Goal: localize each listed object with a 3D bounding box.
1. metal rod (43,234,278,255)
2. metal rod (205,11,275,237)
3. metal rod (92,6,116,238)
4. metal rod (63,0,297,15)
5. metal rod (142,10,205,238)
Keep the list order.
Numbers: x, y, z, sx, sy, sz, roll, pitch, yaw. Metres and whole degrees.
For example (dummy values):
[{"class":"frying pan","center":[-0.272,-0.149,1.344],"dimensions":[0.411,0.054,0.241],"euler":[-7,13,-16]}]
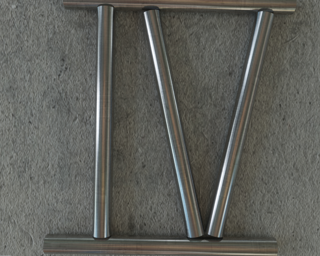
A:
[{"class":"metal rod","center":[0.001,0.155,0.410],"dimensions":[0.302,0.025,0.025],"euler":[1,90,-1]},{"class":"metal rod","center":[0.106,-0.005,0.412],"dimensions":[0.025,0.025,0.298],"euler":[13,90,-1]},{"class":"metal rod","center":[-0.074,-0.008,0.409],"dimensions":[0.025,0.025,0.298],"euler":[1,90,-1]},{"class":"metal rod","center":[0.026,-0.167,0.411],"dimensions":[0.302,0.025,0.025],"euler":[1,90,-1]},{"class":"metal rod","center":[0.018,-0.006,0.410],"dimensions":[0.025,0.025,0.298],"euler":[-11,90,0]}]
